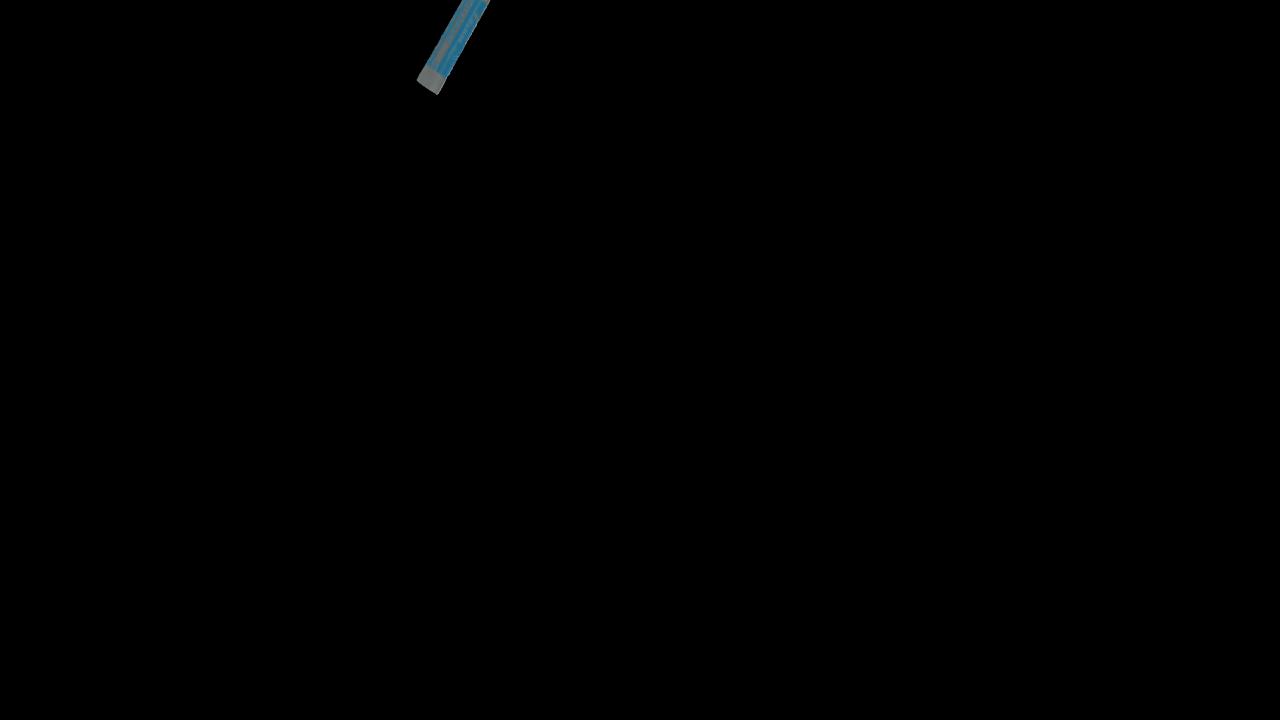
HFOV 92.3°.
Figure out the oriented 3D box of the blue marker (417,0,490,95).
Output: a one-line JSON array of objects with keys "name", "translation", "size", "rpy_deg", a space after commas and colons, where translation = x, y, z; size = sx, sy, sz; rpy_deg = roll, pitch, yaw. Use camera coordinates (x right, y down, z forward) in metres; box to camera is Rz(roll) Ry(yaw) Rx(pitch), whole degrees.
[{"name": "blue marker", "translation": [-0.137, -0.266, 0.481], "size": [0.020, 0.121, 0.020], "rpy_deg": [34, 12, -8]}]
